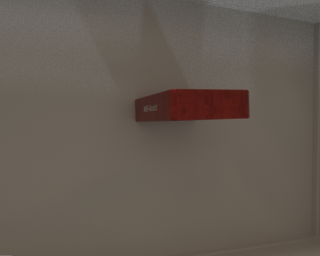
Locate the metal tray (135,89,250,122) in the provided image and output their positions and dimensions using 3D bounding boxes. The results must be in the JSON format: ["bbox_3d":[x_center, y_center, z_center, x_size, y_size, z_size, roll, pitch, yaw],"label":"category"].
[{"bbox_3d":[0.031,-0.024,0.367,0.091,0.130,0.030,-2,91,-20],"label":"metal tray"}]
